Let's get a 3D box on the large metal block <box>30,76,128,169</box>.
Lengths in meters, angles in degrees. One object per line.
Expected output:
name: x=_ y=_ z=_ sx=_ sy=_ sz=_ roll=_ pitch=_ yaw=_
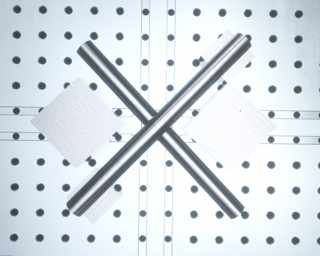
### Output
large metal block: x=-0.101 y=-0.006 z=0.400 sx=0.080 sy=0.050 sz=0.080 roll=-43 pitch=90 yaw=0

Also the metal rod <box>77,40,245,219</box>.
metal rod: x=0.001 y=0.002 z=0.412 sx=0.025 sy=0.025 sz=0.300 roll=-43 pitch=90 yaw=0

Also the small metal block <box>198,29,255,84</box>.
small metal block: x=0.088 y=-0.093 z=0.414 sx=0.050 sy=0.025 sz=0.050 roll=-44 pitch=90 yaw=0

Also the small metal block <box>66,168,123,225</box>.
small metal block: x=-0.086 y=0.090 z=0.413 sx=0.050 sy=0.025 sz=0.050 roll=45 pitch=90 yaw=0

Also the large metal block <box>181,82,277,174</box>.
large metal block: x=0.086 y=0.000 z=0.401 sx=0.080 sy=0.050 sz=0.080 roll=43 pitch=90 yaw=0

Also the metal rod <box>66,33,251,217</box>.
metal rod: x=-0.001 y=-0.004 z=0.388 sx=0.300 sy=0.025 sz=0.025 roll=-45 pitch=90 yaw=0
